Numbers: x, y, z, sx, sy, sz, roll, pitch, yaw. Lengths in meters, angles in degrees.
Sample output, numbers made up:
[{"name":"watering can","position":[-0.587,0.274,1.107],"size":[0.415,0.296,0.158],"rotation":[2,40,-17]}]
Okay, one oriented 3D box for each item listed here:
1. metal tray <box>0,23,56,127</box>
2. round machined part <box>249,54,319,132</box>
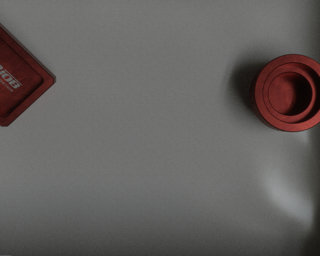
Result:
[{"name":"metal tray","position":[-0.210,-0.077,0.387],"size":[0.090,0.030,0.130],"rotation":[-44,108,-1]},{"name":"round machined part","position":[0.166,-0.044,0.405],"size":[0.099,0.042,0.097],"rotation":[0,90,-1]}]
